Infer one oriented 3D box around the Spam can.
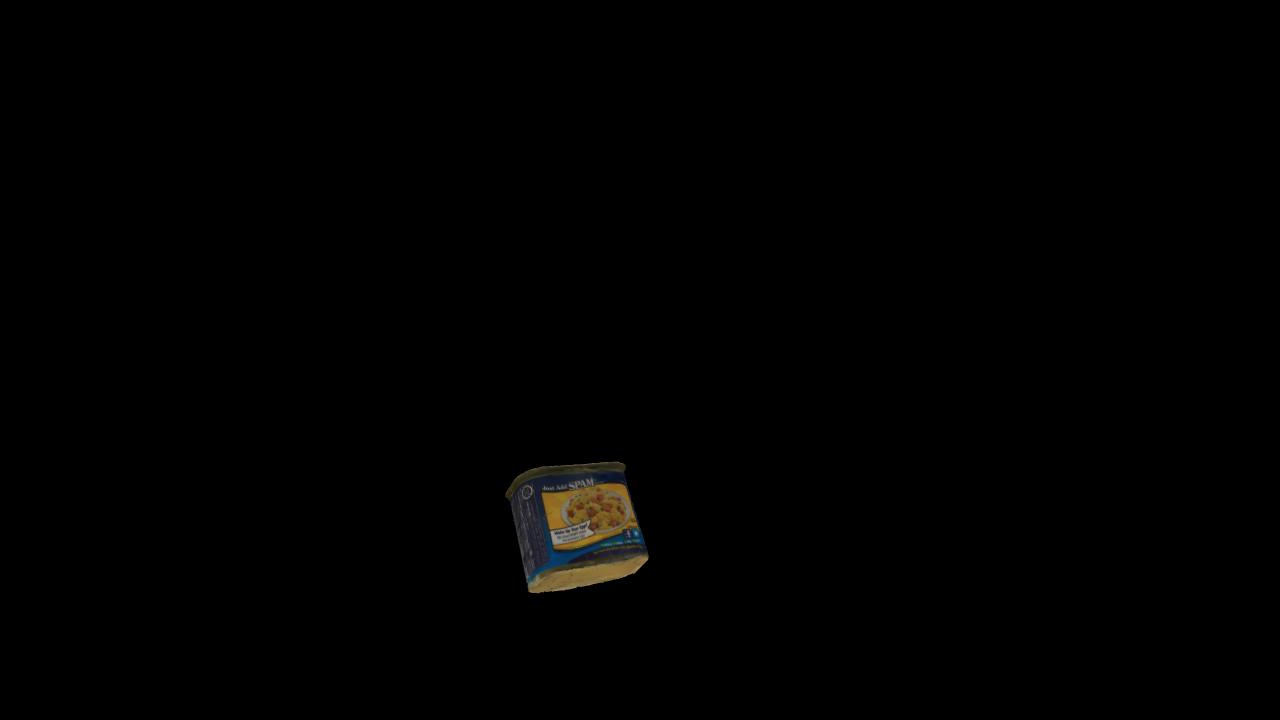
[{"bbox_3d":[-0.050,0.136,0.505,0.101,0.085,0.058,1,-37,-31],"label":"Spam can"}]
